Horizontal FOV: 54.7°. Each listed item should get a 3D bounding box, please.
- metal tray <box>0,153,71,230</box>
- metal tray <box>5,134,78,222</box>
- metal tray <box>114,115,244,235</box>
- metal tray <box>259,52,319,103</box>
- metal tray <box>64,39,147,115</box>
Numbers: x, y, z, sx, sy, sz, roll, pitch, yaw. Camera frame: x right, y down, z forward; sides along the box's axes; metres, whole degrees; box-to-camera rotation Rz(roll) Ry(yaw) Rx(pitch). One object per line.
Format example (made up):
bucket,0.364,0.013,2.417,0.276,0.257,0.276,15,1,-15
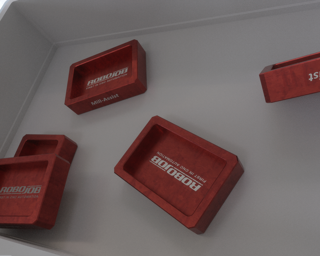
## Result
metal tray,-0.189,0.084,0.410,0.130,0.030,0.090,-7,58,24
metal tray,-0.184,0.073,0.454,0.090,0.030,0.130,0,62,28
metal tray,0.018,0.049,0.363,0.130,0.030,0.090,28,77,37
metal tray,0.172,-0.061,0.309,0.130,0.090,0.030,-13,100,25
metal tray,-0.087,-0.081,0.497,0.130,0.030,0.090,-16,55,19
